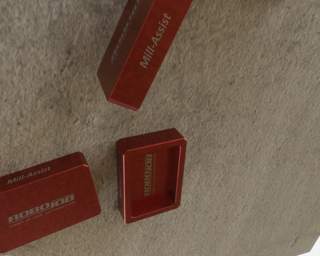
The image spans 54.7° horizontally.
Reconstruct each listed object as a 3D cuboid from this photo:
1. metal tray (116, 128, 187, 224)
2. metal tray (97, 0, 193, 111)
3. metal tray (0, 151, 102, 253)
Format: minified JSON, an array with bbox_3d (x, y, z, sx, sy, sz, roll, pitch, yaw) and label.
[{"bbox_3d":[-0.013,0.069,0.440,0.091,0.030,0.129,-11,124,-23],"label":"metal tray"},{"bbox_3d":[-0.017,-0.092,0.297,0.030,0.090,0.129,20,108,-26],"label":"metal tray"},{"bbox_3d":[-0.146,0.091,0.381,0.131,0.030,0.089,-19,126,-18],"label":"metal tray"}]
